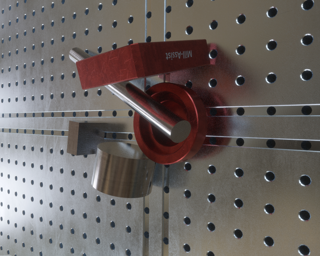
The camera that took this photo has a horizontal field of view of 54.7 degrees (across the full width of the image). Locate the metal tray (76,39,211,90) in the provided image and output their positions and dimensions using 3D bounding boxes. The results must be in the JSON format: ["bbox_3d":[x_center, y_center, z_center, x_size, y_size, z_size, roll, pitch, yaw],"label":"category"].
[{"bbox_3d":[-0.014,-0.073,0.349,0.090,0.131,0.030,-4,101,39],"label":"metal tray"}]

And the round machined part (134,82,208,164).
[{"bbox_3d":[0.017,-0.006,0.383,0.098,0.042,0.097,0,90,39],"label":"round machined part"}]

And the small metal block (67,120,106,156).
[{"bbox_3d":[-0.115,0.015,0.485,0.025,0.050,0.050,10,96,39],"label":"small metal block"}]

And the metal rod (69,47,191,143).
[{"bbox_3d":[-0.060,-0.060,0.416,0.300,0.025,0.025,38,114,46],"label":"metal rod"}]

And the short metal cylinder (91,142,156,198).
[{"bbox_3d":[-0.046,0.053,0.410,0.080,0.081,0.050,17,101,38],"label":"short metal cylinder"}]
